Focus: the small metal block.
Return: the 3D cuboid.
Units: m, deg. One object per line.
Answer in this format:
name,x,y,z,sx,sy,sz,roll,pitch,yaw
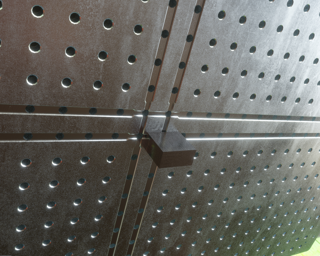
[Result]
small metal block,0.013,0.028,0.421,0.050,0.050,0.025,-1,119,-28
